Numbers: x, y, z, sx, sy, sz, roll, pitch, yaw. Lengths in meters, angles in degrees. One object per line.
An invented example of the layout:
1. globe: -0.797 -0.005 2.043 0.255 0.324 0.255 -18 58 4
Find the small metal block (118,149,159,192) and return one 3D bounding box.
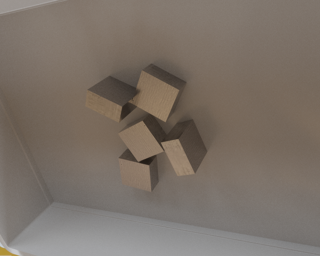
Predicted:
1. small metal block: -0.031 0.063 0.465 0.050 0.025 0.050 10 123 22

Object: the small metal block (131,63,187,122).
1. small metal block: -0.002 -0.043 0.383 0.050 0.025 0.050 30 128 9

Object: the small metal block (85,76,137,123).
1. small metal block: -0.059 -0.038 0.400 0.050 0.050 0.025 26 128 12

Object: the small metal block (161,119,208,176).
1. small metal block: 0.032 0.024 0.391 0.025 0.050 0.050 -14 112 34

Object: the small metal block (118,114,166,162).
1. small metal block: -0.021 0.013 0.428 0.050 0.025 0.050 -26 105 37
